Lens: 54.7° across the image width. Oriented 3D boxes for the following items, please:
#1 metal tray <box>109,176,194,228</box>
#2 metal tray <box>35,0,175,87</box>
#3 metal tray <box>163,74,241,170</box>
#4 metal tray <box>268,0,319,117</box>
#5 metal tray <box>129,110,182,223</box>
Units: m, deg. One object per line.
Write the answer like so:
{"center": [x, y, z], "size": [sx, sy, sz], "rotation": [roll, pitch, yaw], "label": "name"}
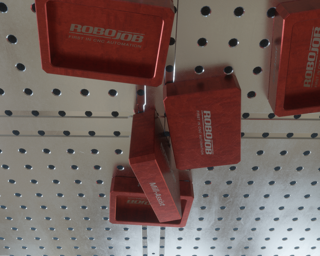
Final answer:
{"center": [-0.016, 0.125, 0.514], "size": [0.131, 0.030, 0.089], "rotation": [5, 130, -5], "label": "metal tray"}
{"center": [-0.057, -0.096, 0.325], "size": [0.131, 0.030, 0.089], "rotation": [6, 130, -6], "label": "metal tray"}
{"center": [0.058, -0.002, 0.408], "size": [0.090, 0.030, 0.129], "rotation": [-8, 130, 6], "label": "metal tray"}
{"center": [0.175, -0.076, 0.346], "size": [0.090, 0.030, 0.129], "rotation": [-8, 130, 6], "label": "metal tray"}
{"center": [-0.003, 0.052, 0.413], "size": [0.030, 0.090, 0.129], "rotation": [-13, 129, 10], "label": "metal tray"}
